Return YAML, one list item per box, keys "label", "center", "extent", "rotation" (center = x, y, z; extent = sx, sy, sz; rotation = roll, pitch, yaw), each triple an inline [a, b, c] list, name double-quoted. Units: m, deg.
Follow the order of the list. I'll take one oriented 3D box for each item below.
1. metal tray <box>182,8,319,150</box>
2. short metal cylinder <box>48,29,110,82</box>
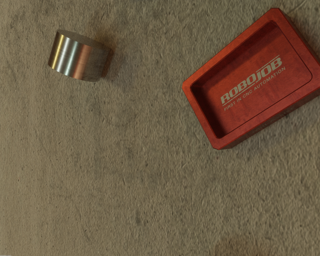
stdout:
- label: "metal tray"
  center: [0.093, -0.045, 0.323]
  extent: [0.130, 0.030, 0.090]
  rotation: [-38, 67, 33]
- label: "short metal cylinder"
  center: [-0.121, -0.109, 0.467]
  extent: [0.080, 0.081, 0.050]
  rotation: [36, 112, 34]
